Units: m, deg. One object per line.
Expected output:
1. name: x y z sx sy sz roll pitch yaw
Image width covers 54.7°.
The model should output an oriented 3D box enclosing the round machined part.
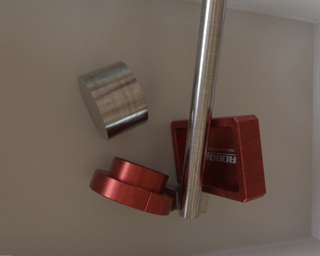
1. round machined part: -0.028 0.064 0.362 0.099 0.098 0.042 22 83 -19

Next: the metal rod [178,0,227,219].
1. metal rod: 0.048 -0.043 0.337 0.025 0.025 0.298 1 103 -20

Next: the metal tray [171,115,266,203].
1. metal tray: 0.064 0.033 0.378 0.030 0.130 0.089 -8 93 -30

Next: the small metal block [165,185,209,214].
1. small metal block: 0.027 0.092 0.405 0.050 0.050 0.025 11 87 -28

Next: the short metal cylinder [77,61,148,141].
1. short metal cylinder: -0.056 -0.032 0.361 0.050 0.080 0.080 -26 99 -18
